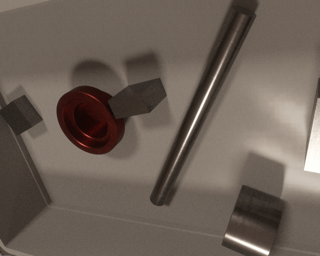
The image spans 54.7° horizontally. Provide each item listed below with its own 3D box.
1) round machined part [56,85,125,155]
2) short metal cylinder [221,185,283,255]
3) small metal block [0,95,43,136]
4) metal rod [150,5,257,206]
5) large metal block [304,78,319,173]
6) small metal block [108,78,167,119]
[{"bbox_3d":[-0.092,-0.015,0.435,0.098,0.042,0.097,13,124,20],"label":"round machined part"},{"bbox_3d":[0.114,0.117,0.385,0.050,0.080,0.079,19,126,16],"label":"short metal cylinder"},{"bbox_3d":[-0.232,-0.020,0.515,0.050,0.025,0.050,-22,107,36],"label":"small metal block"},{"bbox_3d":[0.039,-0.001,0.386,0.025,0.025,0.298,28,128,10],"label":"metal rod"},{"bbox_3d":[0.188,0.002,0.295,0.080,0.050,0.079,9,122,23],"label":"large metal block"},{"bbox_3d":[-0.027,-0.037,0.383,0.050,0.050,0.025,-9,114,31],"label":"small metal block"}]
